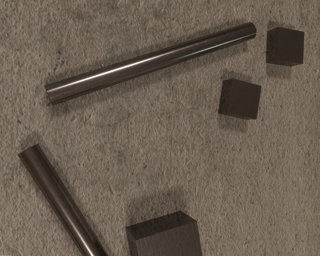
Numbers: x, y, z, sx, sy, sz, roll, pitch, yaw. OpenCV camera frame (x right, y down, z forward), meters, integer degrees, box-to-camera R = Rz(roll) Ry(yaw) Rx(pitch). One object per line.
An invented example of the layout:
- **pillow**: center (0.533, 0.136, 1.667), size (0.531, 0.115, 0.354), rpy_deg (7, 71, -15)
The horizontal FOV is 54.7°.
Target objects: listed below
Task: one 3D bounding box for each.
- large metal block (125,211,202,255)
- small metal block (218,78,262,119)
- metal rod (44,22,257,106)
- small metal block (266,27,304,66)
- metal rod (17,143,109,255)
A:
- **large metal block**: center (0.007, 0.162, 0.400), size (0.081, 0.050, 0.079), rpy_deg (-11, 94, -20)
- **small metal block**: center (0.117, -0.041, 0.454), size (0.050, 0.025, 0.050), rpy_deg (11, 86, -20)
- **metal rod**: center (0.002, -0.091, 0.410), size (0.302, 0.025, 0.025), rpy_deg (-22, 98, -19)
- **small metal block**: center (0.195, -0.126, 0.483), size (0.050, 0.025, 0.050), rpy_deg (3, 89, -20)
- **metal rod**: center (-0.081, 0.153, 0.379), size (0.025, 0.025, 0.299), rpy_deg (-32, 101, -18)
